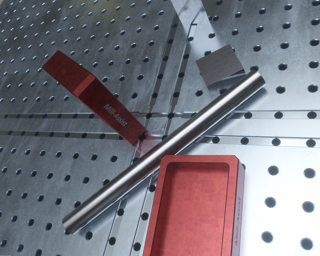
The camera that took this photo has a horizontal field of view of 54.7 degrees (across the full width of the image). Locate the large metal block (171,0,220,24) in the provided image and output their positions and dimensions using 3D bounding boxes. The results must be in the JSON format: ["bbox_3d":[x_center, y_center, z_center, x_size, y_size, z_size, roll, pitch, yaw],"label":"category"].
[{"bbox_3d":[0.056,-0.220,0.478,0.050,0.080,0.080,11,67,32],"label":"large metal block"}]

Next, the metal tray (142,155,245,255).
[{"bbox_3d":[0.037,0.094,0.327,0.090,0.030,0.130,-2,60,26],"label":"metal tray"}]

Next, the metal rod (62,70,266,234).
[{"bbox_3d":[0.004,0.031,0.386,0.300,0.025,0.025,-38,51,2],"label":"metal rod"}]

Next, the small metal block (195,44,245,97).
[{"bbox_3d":[0.081,-0.077,0.412,0.050,0.025,0.050,-25,53,12],"label":"small metal block"}]

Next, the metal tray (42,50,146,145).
[{"bbox_3d":[-0.082,-0.036,0.404,0.030,0.130,0.090,-49,52,-6],"label":"metal tray"}]
